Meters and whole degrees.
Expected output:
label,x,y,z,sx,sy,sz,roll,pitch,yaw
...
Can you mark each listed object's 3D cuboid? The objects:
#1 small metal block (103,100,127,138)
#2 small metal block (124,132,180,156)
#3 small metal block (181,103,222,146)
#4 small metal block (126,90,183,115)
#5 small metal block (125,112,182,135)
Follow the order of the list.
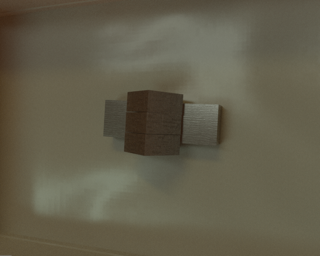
label,x,y,z,sx,sy,sz,roll,pitch,yaw
small metal block,-0.048,-0.012,0.425,0.050,0.025,0.050,4,91,19
small metal block,-0.010,0.019,0.388,0.050,0.050,0.025,3,91,56
small metal block,0.050,-0.005,0.391,0.050,0.025,0.050,3,91,19
small metal block,-0.007,-0.031,0.386,0.050,0.050,0.025,5,92,56
small metal block,-0.009,-0.006,0.387,0.050,0.050,0.025,3,91,56
